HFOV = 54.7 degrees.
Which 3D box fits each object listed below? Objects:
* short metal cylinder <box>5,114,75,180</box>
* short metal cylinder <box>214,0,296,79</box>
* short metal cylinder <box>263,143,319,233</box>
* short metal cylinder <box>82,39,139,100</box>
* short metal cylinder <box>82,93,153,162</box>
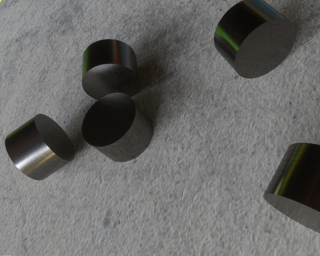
[{"bbox_3d":[-0.167,0.027,0.438,0.050,0.080,0.080,-34,52,6],"label":"short metal cylinder"},{"bbox_3d":[0.113,-0.107,0.374,0.080,0.080,0.050,-33,52,6],"label":"short metal cylinder"},{"bbox_3d":[0.137,0.055,0.263,0.080,0.080,0.050,23,74,36],"label":"short metal cylinder"},{"bbox_3d":[-0.073,-0.083,0.456,0.080,0.080,0.050,-20,54,16],"label":"short metal cylinder"},{"bbox_3d":[-0.056,0.000,0.416,0.080,0.050,0.080,-13,56,20],"label":"short metal cylinder"}]
